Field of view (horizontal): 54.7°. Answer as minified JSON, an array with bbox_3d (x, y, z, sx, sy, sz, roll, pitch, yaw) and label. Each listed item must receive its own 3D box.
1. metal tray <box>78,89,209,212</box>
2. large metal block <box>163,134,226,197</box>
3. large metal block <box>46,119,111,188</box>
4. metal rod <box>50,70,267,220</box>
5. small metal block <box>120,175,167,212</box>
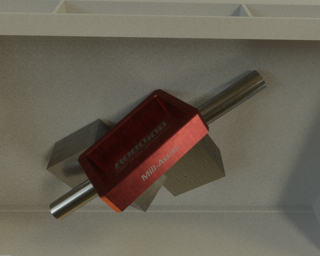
[{"bbox_3d":[-0.022,0.019,0.345,0.130,0.090,0.030,-42,126,-8],"label":"metal tray"},{"bbox_3d":[0.032,0.040,0.426,0.080,0.050,0.080,-27,126,20],"label":"large metal block"},{"bbox_3d":[-0.091,0.046,0.426,0.080,0.050,0.080,-27,126,20],"label":"large metal block"},{"bbox_3d":[-0.007,0.024,0.379,0.300,0.025,0.025,-33,124,7],"label":"metal rod"},{"bbox_3d":[-0.028,0.071,0.387,0.050,0.050,0.025,6,143,46],"label":"small metal block"}]
